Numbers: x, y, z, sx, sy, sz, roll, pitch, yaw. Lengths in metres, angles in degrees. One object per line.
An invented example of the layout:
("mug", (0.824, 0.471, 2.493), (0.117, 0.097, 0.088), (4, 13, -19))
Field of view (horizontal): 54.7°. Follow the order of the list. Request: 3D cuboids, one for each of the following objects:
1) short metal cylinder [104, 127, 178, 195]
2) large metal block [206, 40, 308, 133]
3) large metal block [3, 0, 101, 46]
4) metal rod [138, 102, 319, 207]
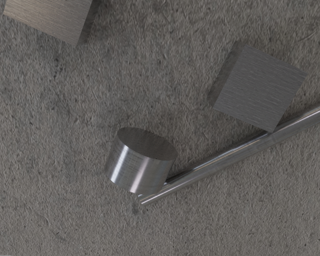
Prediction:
("short metal cylinder", (-0.024, 0.040, 0.395), (0.080, 0.080, 0.050), (21, 109, -8))
("large metal block", (0.114, -0.051, 0.379), (0.080, 0.050, 0.079), (22, 109, -8))
("large metal block", (-0.111, -0.147, 0.341), (0.080, 0.050, 0.080), (23, 108, -9))
("metal rod", (0.106, 0.033, 0.423), (0.301, 0.025, 0.025), (-28, 108, 9))
